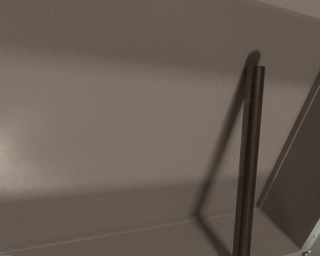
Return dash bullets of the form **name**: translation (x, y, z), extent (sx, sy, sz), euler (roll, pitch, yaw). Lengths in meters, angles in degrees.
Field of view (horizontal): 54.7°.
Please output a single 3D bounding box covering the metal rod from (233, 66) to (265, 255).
- **metal rod**: translation (0.127, 0.062, 0.449), extent (0.025, 0.025, 0.298), euler (0, 97, -29)
